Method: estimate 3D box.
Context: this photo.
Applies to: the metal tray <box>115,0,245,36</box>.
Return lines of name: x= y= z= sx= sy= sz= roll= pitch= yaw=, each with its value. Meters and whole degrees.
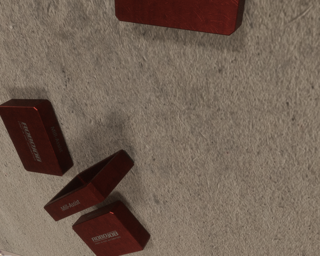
metal tray: x=0.018 y=-0.147 z=0.303 sx=0.130 sy=0.030 sz=0.089 roll=14 pitch=124 yaw=19

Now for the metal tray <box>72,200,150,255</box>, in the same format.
metal tray: x=-0.092 y=0.190 z=0.568 sx=0.130 sy=0.030 sz=0.090 roll=-30 pitch=103 yaw=37

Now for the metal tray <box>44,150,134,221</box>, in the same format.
metal tray: x=-0.109 y=0.088 z=0.474 sx=0.130 sy=0.090 sz=0.030 roll=-29 pitch=102 yaw=37

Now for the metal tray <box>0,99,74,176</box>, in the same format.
metal tray: x=-0.207 y=0.016 z=0.520 sx=0.090 sy=0.030 sz=0.129 roll=3 pitch=120 yaw=26
